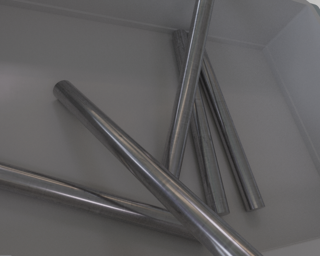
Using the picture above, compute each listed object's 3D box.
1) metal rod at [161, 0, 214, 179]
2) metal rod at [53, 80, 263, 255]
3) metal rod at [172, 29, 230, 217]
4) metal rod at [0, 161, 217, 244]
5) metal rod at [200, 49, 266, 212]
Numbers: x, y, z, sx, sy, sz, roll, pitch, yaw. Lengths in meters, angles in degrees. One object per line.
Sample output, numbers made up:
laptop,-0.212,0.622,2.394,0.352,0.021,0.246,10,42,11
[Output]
metal rod,0.041,-0.081,0.401,0.025,0.025,0.299,16,79,-20
metal rod,-0.020,0.032,0.291,0.025,0.025,0.300,-22,47,-36
metal rod,0.053,-0.025,0.448,0.025,0.025,0.299,5,59,-26
metal rod,-0.076,0.073,0.319,0.302,0.025,0.025,20,54,-16
metal rod,0.092,-0.025,0.469,0.025,0.025,0.299,-1,62,-29
